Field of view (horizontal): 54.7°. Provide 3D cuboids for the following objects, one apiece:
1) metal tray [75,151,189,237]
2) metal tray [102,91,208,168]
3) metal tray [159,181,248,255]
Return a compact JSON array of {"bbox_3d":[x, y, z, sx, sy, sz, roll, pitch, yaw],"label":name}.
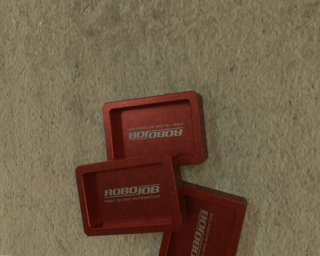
[{"bbox_3d":[-0.037,0.083,0.385,0.130,0.030,0.089,-10,87,19],"label":"metal tray"},{"bbox_3d":[-0.008,0.005,0.408,0.130,0.030,0.089,-6,88,19],"label":"metal tray"},{"bbox_3d":[0.050,0.141,0.387,0.090,0.030,0.129,13,94,19],"label":"metal tray"}]
